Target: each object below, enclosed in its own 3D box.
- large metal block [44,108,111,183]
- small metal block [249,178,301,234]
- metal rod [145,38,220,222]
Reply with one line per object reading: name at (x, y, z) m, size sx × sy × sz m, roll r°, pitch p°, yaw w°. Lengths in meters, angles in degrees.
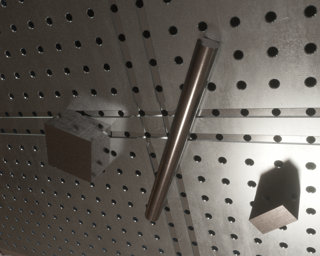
large metal block at (-0.124, 0.026, 0.475) m, size 0.080 × 0.050 × 0.079 m, roll 20°, pitch 126°, yaw 16°
small metal block at (0.141, 0.096, 0.380) m, size 0.025 × 0.050 × 0.050 m, roll 45°, pitch 129°, yaw -3°
metal rod at (0.019, 0.026, 0.415) m, size 0.025 × 0.025 × 0.298 m, roll 25°, pitch 127°, yaw 12°
